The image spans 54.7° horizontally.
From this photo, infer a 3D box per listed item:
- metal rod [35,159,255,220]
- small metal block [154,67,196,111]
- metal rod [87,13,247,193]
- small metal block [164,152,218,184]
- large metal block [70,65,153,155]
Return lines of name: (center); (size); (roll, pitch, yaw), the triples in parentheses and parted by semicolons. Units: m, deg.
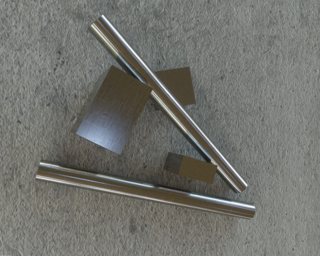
metal rod: (-0.004, 0.086, 0.408); (0.302, 0.025, 0.025); (15, 85, -20)
small metal block: (0.016, -0.052, 0.416); (0.050, 0.025, 0.050); (-12, 94, -20)
metal rod: (0.024, -0.015, 0.394); (0.025, 0.025, 0.300); (-49, 114, -14)
small metal block: (0.040, 0.053, 0.412); (0.050, 0.050, 0.025); (18, 84, -20)
large metal block: (-0.059, -0.019, 0.358); (0.050, 0.080, 0.080); (29, 81, -18)
